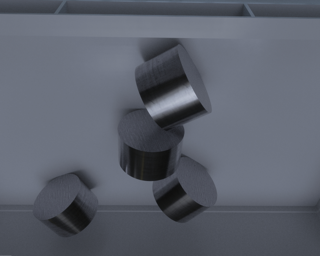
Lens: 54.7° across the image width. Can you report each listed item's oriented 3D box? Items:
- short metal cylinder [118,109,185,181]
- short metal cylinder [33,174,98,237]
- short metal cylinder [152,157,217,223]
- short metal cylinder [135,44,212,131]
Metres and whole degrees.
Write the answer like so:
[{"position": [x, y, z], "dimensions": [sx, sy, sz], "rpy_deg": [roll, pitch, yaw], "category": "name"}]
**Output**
[{"position": [-0.012, 0.020, 0.389], "dimensions": [0.081, 0.080, 0.050], "rpy_deg": [3, 130, -3], "category": "short metal cylinder"}, {"position": [-0.142, 0.117, 0.471], "dimensions": [0.080, 0.080, 0.050], "rpy_deg": [-19, 128, 15], "category": "short metal cylinder"}, {"position": [0.036, 0.089, 0.449], "dimensions": [0.080, 0.080, 0.050], "rpy_deg": [32, 123, -24], "category": "short metal cylinder"}, {"position": [0.016, -0.043, 0.337], "dimensions": [0.050, 0.080, 0.080], "rpy_deg": [-24, 126, 19], "category": "short metal cylinder"}]
